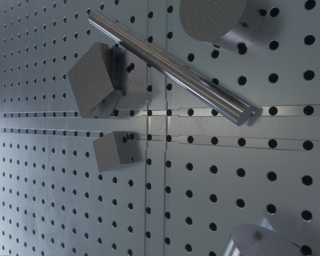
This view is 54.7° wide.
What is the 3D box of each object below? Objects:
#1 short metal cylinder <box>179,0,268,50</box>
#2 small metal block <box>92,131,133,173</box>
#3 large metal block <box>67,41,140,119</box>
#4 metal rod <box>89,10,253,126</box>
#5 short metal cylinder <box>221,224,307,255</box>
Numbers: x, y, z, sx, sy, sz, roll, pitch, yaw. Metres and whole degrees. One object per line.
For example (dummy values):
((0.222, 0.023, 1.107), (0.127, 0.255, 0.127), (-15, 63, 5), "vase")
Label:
((0.068, -0.129, 0.337), (0.080, 0.050, 0.079), (0, 90, 40), "short metal cylinder")
((-0.072, 0.036, 0.469), (0.050, 0.025, 0.050), (-24, 75, 37), "small metal block")
((-0.087, -0.068, 0.464), (0.080, 0.050, 0.080), (-34, 69, 35), "large metal block")
((-0.006, -0.094, 0.413), (0.300, 0.025, 0.025), (40, 114, 32), "metal rod")
((0.097, 0.137, 0.294), (0.080, 0.081, 0.050), (30, 109, 36), "short metal cylinder")
